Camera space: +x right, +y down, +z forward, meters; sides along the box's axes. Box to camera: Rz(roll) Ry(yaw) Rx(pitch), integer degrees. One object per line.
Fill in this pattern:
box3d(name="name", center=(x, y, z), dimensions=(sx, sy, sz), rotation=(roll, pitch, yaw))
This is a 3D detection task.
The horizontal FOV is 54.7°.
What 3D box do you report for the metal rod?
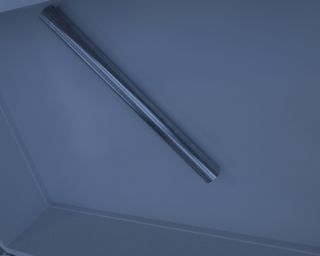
box3d(name="metal rod", center=(-0.036, -0.041, 0.400), dimensions=(0.300, 0.025, 0.025), rotation=(44, 129, -4))
